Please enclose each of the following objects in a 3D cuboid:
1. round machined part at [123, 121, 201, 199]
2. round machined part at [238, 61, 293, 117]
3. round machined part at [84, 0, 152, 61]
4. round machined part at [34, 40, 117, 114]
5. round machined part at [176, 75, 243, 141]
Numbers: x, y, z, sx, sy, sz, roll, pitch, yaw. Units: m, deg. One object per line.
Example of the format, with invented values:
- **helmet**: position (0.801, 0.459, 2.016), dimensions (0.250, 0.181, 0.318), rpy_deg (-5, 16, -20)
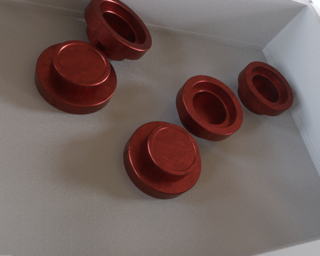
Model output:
- **round machined part**: position (0.009, 0.033, 0.379), dimensions (0.099, 0.042, 0.098), rpy_deg (14, 56, -21)
- **round machined part**: position (0.172, -0.061, 0.524), dimensions (0.099, 0.042, 0.098), rpy_deg (14, 56, -21)
- **round machined part**: position (-0.062, -0.133, 0.430), dimensions (0.098, 0.042, 0.098), rpy_deg (31, 39, -28)
- **round machined part**: position (-0.100, -0.069, 0.383), dimensions (0.099, 0.042, 0.098), rpy_deg (13, 56, -21)
- **round machined part**: position (0.066, -0.024, 0.445), dimensions (0.099, 0.042, 0.098), rpy_deg (14, 56, -21)
